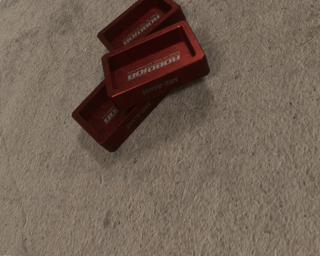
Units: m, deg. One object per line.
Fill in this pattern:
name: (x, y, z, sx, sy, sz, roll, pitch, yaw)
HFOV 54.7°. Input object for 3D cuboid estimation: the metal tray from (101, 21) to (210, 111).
metal tray: (-0.010, -0.085, 0.416, 0.130, 0.030, 0.090, -22, 50, 6)

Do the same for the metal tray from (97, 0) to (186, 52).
metal tray: (-0.033, -0.168, 0.519, 0.130, 0.030, 0.090, -39, 51, 1)

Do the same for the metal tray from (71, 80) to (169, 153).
metal tray: (-0.057, -0.039, 0.452, 0.130, 0.030, 0.090, -48, 52, -6)
